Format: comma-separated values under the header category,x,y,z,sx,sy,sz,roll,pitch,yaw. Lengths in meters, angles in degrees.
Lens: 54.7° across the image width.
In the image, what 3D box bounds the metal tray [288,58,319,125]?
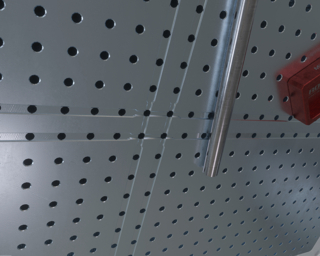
category,x,y,z,sx,sy,sz,roll,pitch,yaw
metal tray,0.279,-0.075,0.514,0.130,0.030,0.090,-34,129,-6

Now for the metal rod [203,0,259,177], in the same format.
category,x,y,z,sx,sy,sz,roll,pitch,yaw
metal rod,0.095,-0.058,0.427,0.025,0.025,0.298,-8,122,-24
